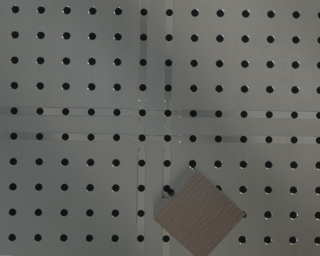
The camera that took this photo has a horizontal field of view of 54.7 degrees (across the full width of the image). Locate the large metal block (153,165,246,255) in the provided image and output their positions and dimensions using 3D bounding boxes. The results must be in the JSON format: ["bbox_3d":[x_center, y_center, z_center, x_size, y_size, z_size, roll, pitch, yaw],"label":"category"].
[{"bbox_3d":[0.048,0.108,0.402,0.080,0.050,0.080,42,90,-1],"label":"large metal block"}]
